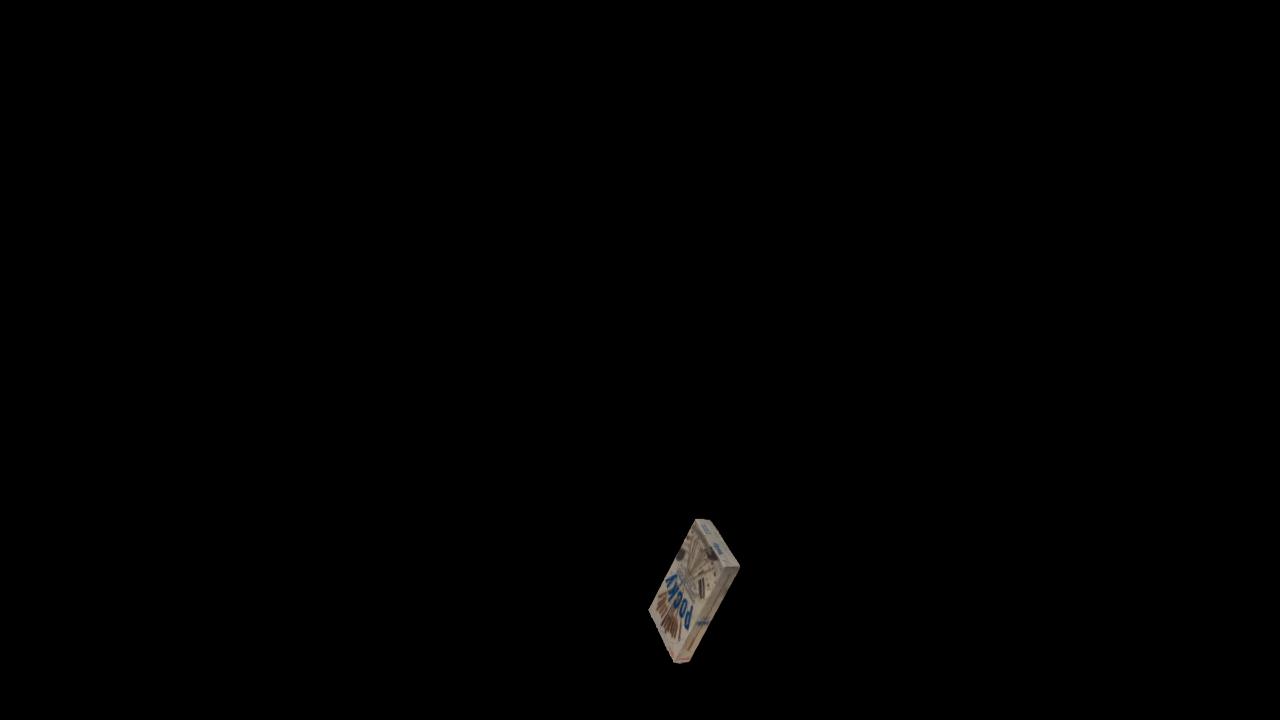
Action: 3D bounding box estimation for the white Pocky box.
[{"bbox_3d":[0.063,0.278,0.745,0.028,0.154,0.084,12,22,-29],"label":"white Pocky box"}]
